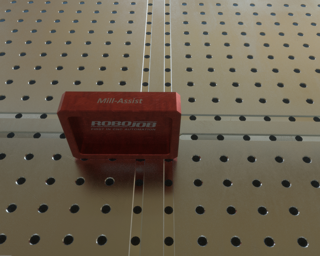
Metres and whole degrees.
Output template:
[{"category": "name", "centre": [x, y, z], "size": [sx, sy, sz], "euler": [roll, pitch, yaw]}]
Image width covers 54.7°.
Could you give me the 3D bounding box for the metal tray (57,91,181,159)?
[{"category": "metal tray", "centre": [-0.043, -0.001, 0.365], "size": [0.131, 0.089, 0.030], "euler": [0, 50, 0]}]
